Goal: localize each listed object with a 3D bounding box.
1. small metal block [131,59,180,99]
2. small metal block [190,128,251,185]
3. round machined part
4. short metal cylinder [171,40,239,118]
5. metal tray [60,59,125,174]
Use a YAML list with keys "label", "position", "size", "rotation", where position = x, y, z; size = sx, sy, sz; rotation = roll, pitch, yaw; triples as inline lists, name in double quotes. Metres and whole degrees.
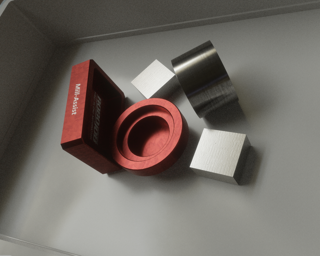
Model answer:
- label: "small metal block"
  position: [-0.006, -0.064, 0.444]
  size: [0.050, 0.025, 0.050]
  rotation: [-42, 50, -1]
- label: "small metal block"
  position: [0.068, 0.031, 0.348]
  size: [0.050, 0.025, 0.050]
  rotation: [9, 66, 33]
- label: "round machined part"
  position: [-0.010, 0.015, 0.386]
  size: [0.098, 0.042, 0.098]
  rotation: [-13, 56, 20]
- label: "short metal cylinder"
  position: [0.054, -0.058, 0.375]
  size: [0.050, 0.080, 0.080]
  rotation: [-26, 53, 12]
- label: "metal tray"
  position: [-0.083, -0.015, 0.413]
  size: [0.030, 0.090, 0.130]
  rotation: [-16, 55, 20]
